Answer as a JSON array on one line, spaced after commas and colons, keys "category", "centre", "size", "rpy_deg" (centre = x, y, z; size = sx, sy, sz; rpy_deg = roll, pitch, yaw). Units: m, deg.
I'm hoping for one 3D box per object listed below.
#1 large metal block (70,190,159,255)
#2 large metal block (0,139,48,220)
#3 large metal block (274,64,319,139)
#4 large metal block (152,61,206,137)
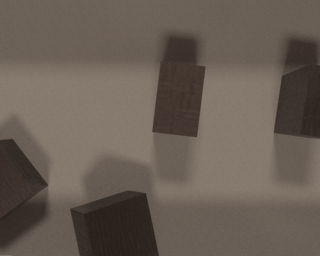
[{"category": "large metal block", "centre": [-0.056, 0.129, 0.381], "size": [0.081, 0.050, 0.080], "rpy_deg": [-12, 90, -33]}, {"category": "large metal block", "centre": [-0.208, 0.071, 0.396], "size": [0.080, 0.050, 0.080], "rpy_deg": [-37, 90, 0]}, {"category": "large metal block", "centre": [0.187, -0.029, 0.386], "size": [0.050, 0.080, 0.080], "rpy_deg": [8, 90, 0]}, {"category": "large metal block", "centre": [0.021, -0.032, 0.384], "size": [0.050, 0.080, 0.079], "rpy_deg": [7, 90, 0]}]
